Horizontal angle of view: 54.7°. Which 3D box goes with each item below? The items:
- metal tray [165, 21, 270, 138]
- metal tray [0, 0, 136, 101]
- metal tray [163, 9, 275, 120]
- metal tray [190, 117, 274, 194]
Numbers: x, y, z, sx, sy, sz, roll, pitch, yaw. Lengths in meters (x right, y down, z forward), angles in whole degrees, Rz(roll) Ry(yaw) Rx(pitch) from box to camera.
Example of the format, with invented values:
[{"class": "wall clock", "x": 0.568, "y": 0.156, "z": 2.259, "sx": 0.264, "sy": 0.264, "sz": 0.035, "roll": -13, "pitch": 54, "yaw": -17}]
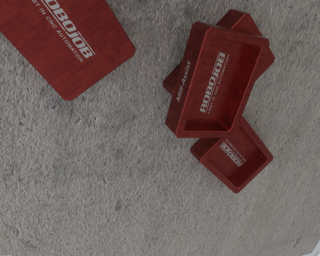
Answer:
[{"class": "metal tray", "x": 0.066, "y": -0.051, "z": 0.367, "sx": 0.091, "sy": 0.030, "sz": 0.129, "roll": 1, "pitch": 118, "yaw": -29}, {"class": "metal tray", "x": -0.094, "y": -0.100, "z": 0.291, "sx": 0.090, "sy": 0.030, "sz": 0.130, "roll": -38, "pitch": 129, "yaw": -3}, {"class": "metal tray", "x": 0.078, "y": -0.073, "z": 0.401, "sx": 0.130, "sy": 0.030, "sz": 0.090, "roll": -47, "pitch": 129, "yaw": 4}, {"class": "metal tray", "x": 0.118, "y": 0.042, "z": 0.493, "sx": 0.090, "sy": 0.030, "sz": 0.130, "roll": -45, "pitch": 129, "yaw": 3}]
